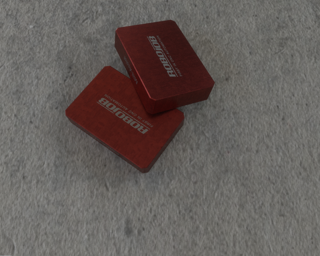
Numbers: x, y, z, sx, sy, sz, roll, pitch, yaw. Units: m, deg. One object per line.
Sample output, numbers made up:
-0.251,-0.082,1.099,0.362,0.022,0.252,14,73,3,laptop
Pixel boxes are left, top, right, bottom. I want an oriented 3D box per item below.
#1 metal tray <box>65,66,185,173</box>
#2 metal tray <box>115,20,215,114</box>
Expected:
-0.045,-0.013,0.410,0.130,0.030,0.090,34,73,11,metal tray
0.003,-0.087,0.417,0.091,0.030,0.130,-16,62,-21,metal tray
